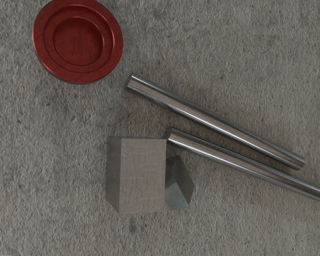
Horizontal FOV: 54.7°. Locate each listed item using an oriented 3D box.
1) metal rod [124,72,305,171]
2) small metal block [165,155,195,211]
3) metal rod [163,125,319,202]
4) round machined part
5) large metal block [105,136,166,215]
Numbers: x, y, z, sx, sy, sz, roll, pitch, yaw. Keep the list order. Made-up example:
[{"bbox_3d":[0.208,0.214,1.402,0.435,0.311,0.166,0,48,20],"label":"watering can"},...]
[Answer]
[{"bbox_3d":[0.090,-0.002,0.443,0.302,0.025,0.025,24,82,-19],"label":"metal rod"},{"bbox_3d":[0.020,0.070,0.402,0.025,0.050,0.050,-23,101,21],"label":"small metal block"},{"bbox_3d":[0.142,0.061,0.463,0.302,0.025,0.025,22,83,-19],"label":"metal rod"},{"bbox_3d":[-0.096,-0.099,0.365,0.099,0.042,0.097,0,90,-21],"label":"round machined part"},{"bbox_3d":[-0.032,0.051,0.369,0.050,0.080,0.079,2,90,-20],"label":"large metal block"}]
